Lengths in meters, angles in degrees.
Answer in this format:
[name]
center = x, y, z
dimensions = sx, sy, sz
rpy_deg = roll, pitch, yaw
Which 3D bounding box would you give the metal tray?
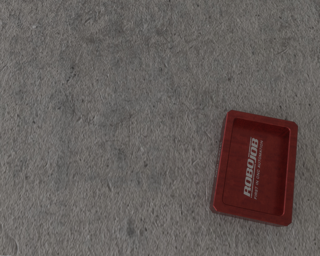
[metal tray]
center = 0.118, 0.048, 0.388
dimensions = 0.090, 0.030, 0.130
rpy_deg = 12, 70, 4
